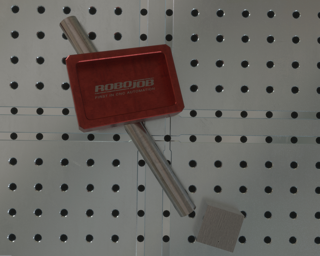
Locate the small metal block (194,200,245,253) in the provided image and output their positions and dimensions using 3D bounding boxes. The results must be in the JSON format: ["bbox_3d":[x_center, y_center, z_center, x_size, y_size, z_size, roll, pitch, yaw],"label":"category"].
[{"bbox_3d":[0.079,0.131,0.415,0.050,0.025,0.050,18,90,-1],"label":"small metal block"}]

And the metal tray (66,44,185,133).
[{"bbox_3d":[-0.043,-0.051,0.388,0.131,0.030,0.090,-11,84,-17],"label":"metal tray"}]

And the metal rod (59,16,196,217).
[{"bbox_3d":[-0.042,-0.015,0.412,0.025,0.025,0.299,-32,90,0],"label":"metal rod"}]
